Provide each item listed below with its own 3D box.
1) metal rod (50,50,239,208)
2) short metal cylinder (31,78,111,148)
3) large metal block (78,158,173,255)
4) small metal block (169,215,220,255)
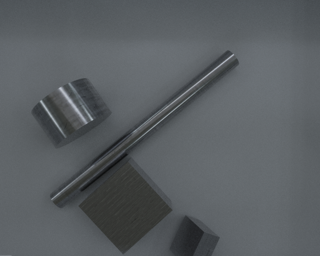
[{"bbox_3d":[-0.020,0.001,0.411,0.300,0.025,0.025,-39,91,-1],"label":"metal rod"},{"bbox_3d":[-0.108,-0.018,0.383,0.080,0.080,0.050,-34,91,0],"label":"short metal cylinder"},{"bbox_3d":[-0.042,0.097,0.398,0.080,0.050,0.080,-42,91,0],"label":"large metal block"},{"bbox_3d":[0.043,0.148,0.396,0.025,0.050,0.050,26,88,-24],"label":"small metal block"}]
